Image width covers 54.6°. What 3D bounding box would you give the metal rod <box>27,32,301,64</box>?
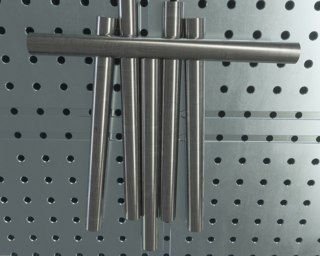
[{"bbox_3d":[0.005,-0.091,0.353,0.302,0.025,0.025,2,110,-1],"label":"metal rod"}]

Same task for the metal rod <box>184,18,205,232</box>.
[{"bbox_3d":[0.047,0.010,0.418,0.025,0.025,0.298,-2,110,1],"label":"metal rod"}]

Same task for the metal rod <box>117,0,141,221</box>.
[{"bbox_3d":[-0.038,-0.010,0.410,0.025,0.025,0.298,1,110,0],"label":"metal rod"}]

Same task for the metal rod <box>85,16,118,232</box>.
[{"bbox_3d":[-0.081,0.009,0.415,0.025,0.025,0.298,7,110,-3],"label":"metal rod"}]

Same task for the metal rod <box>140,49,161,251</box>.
[{"bbox_3d":[-0.013,0.043,0.429,0.025,0.025,0.298,1,111,0],"label":"metal rod"}]

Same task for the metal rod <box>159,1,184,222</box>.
[{"bbox_3d":[0.013,-0.007,0.412,0.025,0.025,0.298,1,110,0],"label":"metal rod"}]
